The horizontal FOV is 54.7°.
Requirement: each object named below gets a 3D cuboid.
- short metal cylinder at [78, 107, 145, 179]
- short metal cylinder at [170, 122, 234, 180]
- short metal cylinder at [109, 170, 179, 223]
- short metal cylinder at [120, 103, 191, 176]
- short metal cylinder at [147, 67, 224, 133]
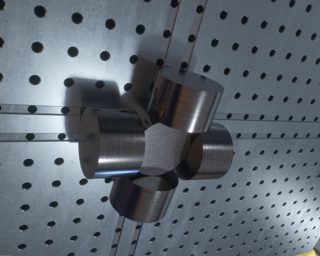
[{"bbox_3d":[-0.058,0.017,0.354,0.050,0.080,0.079,1,118,-30],"label":"short metal cylinder"},{"bbox_3d":[0.054,0.031,0.424,0.050,0.080,0.079,4,117,-31],"label":"short metal cylinder"},{"bbox_3d":[-0.022,0.079,0.411,0.081,0.080,0.050,6,115,-31],"label":"short metal cylinder"},{"bbox_3d":[-0.008,0.014,0.400,0.081,0.050,0.079,-15,125,-22],"label":"short metal cylinder"},{"bbox_3d":[0.030,-0.035,0.369,0.081,0.080,0.050,3,117,-30],"label":"short metal cylinder"}]
